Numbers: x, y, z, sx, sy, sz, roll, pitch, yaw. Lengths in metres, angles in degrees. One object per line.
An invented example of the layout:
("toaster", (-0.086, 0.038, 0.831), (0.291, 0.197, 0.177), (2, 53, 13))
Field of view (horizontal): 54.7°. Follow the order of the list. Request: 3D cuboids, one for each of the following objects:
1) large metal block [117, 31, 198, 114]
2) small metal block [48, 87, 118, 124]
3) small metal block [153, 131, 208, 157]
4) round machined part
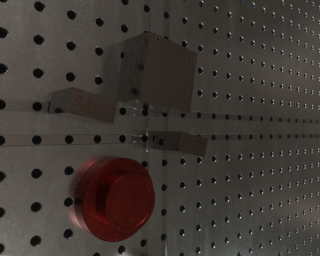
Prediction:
("large metal block", (-0.003, -0.065, 0.392), (0.081, 0.050, 0.080), (12, 82, -40))
("small metal block", (-0.081, -0.022, 0.326), (0.050, 0.050, 0.025), (16, 80, -39))
("small metal block", (0.027, 0.022, 0.418), (0.050, 0.050, 0.025), (16, 80, -39))
("round machined part", (-0.045, 0.084, 0.362), (0.099, 0.042, 0.097), (0, 90, -40))
